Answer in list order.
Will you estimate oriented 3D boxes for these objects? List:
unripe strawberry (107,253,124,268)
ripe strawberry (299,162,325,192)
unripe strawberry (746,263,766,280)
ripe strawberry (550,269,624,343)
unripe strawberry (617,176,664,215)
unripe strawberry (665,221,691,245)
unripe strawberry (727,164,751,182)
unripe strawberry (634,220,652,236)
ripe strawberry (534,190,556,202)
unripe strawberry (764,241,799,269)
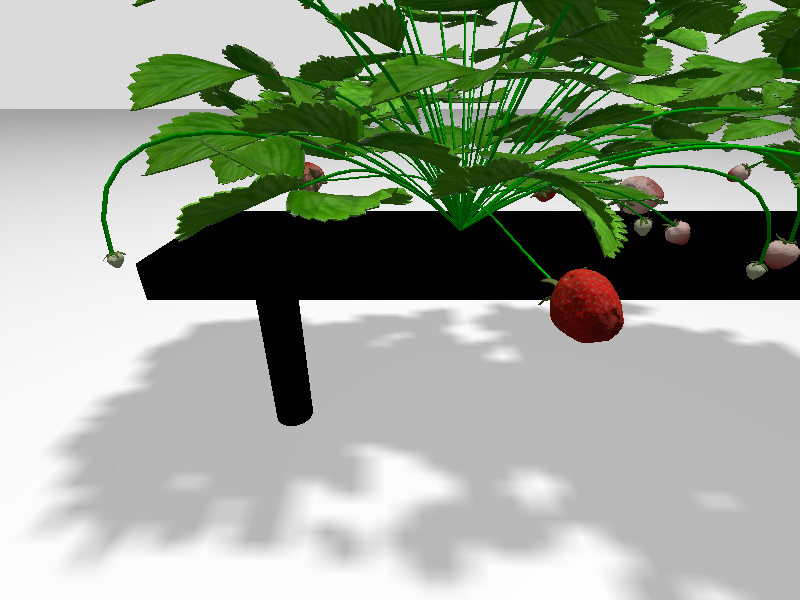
[{"bbox_3d":[-0.186,-0.026,0.263,0.010,0.010,0.011,-11,29,-21],"label":"unripe strawberry"},{"bbox_3d":[-0.113,-0.147,0.483,0.038,0.037,0.041,21,34,36],"label":"ripe strawberry"},{"bbox_3d":[0.235,-0.019,0.265,0.010,0.011,0.011,15,31,27],"label":"unripe strawberry"},{"bbox_3d":[0.089,0.005,0.190,0.032,0.036,0.034,-5,28,-9],"label":"ripe strawberry"},{"bbox_3d":[0.241,-0.104,0.400,0.038,0.037,0.042,-7,28,-15],"label":"unripe strawberry"},{"bbox_3d":[0.227,-0.053,0.325,0.019,0.019,0.018,-39,13,27],"label":"unripe strawberry"},{"bbox_3d":[0.466,-0.174,0.552,0.026,0.023,0.026,-5,-13,-9],"label":"unripe strawberry"},{"bbox_3d":[0.211,-0.063,0.347,0.013,0.015,0.015,-12,25,11],"label":"unripe strawberry"},{"bbox_3d":[0.166,-0.125,0.452,0.027,0.028,0.024,-24,35,-39],"label":"ripe strawberry"},{"bbox_3d":[0.267,-0.031,0.282,0.019,0.020,0.018,10,29,19],"label":"unripe strawberry"}]
